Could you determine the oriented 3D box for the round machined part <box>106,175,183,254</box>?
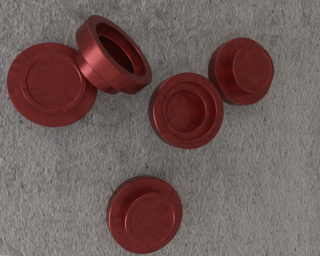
[{"bbox_3d":[-0.016,0.112,0.394,0.099,0.042,0.097,0,90,-20],"label":"round machined part"}]

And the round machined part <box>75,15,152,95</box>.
[{"bbox_3d":[-0.058,-0.078,0.359,0.042,0.098,0.098,-36,106,25],"label":"round machined part"}]

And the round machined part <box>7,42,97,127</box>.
[{"bbox_3d":[-0.121,-0.050,0.355,0.099,0.042,0.097,0,90,-20],"label":"round machined part"}]

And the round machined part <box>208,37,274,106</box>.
[{"bbox_3d":[0.123,-0.082,0.445,0.099,0.042,0.097,0,90,-20],"label":"round machined part"}]

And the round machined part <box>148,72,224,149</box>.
[{"bbox_3d":[0.031,-0.022,0.411,0.099,0.042,0.097,0,90,-20],"label":"round machined part"}]
